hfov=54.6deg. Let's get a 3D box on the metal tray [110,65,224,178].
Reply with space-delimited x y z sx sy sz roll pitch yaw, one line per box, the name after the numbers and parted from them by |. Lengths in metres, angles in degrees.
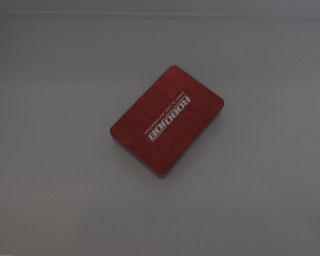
0.011 -0.010 0.411 0.090 0.030 0.130 39 74 13 | metal tray
